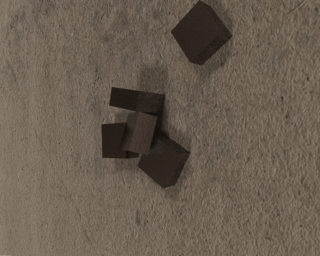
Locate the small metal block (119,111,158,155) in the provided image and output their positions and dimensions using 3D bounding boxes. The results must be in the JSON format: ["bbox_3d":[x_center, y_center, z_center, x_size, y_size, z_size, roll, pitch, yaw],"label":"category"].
[{"bbox_3d":[-0.029,0.008,0.406,0.050,0.025,0.050,175,110,-69],"label":"small metal block"}]

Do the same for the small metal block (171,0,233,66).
[{"bbox_3d":[0.048,-0.111,0.364,0.050,0.025,0.050,-42,65,32],"label":"small metal block"}]

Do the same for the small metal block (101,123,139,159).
[{"bbox_3d":[-0.058,0.018,0.451,0.050,0.025,0.050,-3,88,39],"label":"small metal block"}]

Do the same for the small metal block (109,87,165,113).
[{"bbox_3d":[-0.030,-0.037,0.411,0.050,0.050,0.025,14,99,39],"label":"small metal block"}]

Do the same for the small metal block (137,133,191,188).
[{"bbox_3d":[0.004,0.041,0.400,0.050,0.025,0.050,35,112,34],"label":"small metal block"}]
